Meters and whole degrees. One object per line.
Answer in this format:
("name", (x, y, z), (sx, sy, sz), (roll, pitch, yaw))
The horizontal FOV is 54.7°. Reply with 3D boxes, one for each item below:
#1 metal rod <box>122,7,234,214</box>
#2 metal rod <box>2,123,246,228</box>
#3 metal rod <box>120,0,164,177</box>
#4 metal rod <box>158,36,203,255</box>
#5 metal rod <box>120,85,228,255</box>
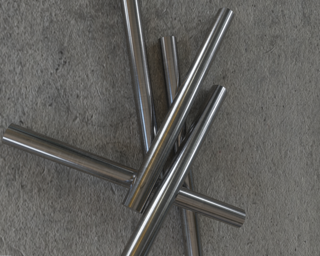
("metal rod", (0.032, -0.037, 0.392), (0.025, 0.025, 0.300), (33, 69, -17))
("metal rod", (-0.033, 0.062, 0.375), (0.302, 0.025, 0.025), (22, 83, -11))
("metal rod", (-0.021, -0.040, 0.400), (0.025, 0.025, 0.298), (-9, 93, -20))
("metal rod", (0.028, 0.029, 0.419), (0.025, 0.025, 0.298), (-8, 93, -20))
("metal rod", (0.017, 0.059, 0.365), (0.025, 0.025, 0.301), (41, 58, -16))
